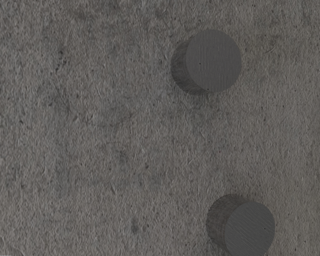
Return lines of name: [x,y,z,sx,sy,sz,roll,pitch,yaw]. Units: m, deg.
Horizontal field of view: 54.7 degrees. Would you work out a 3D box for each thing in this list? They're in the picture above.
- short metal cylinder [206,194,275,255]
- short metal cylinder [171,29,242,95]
short metal cylinder: [0.113,0.138,0.437,0.081,0.050,0.080,0,90,-20]
short metal cylinder: [0.061,-0.086,0.418,0.081,0.050,0.080,0,90,-20]
